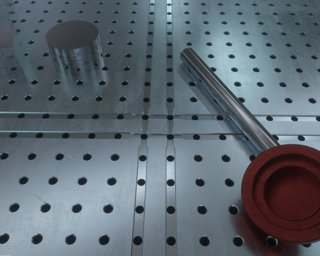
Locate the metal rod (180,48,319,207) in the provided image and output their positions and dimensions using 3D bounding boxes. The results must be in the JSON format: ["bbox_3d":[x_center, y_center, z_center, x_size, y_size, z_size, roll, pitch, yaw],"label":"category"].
[{"bbox_3d":[0.109,-0.018,0.423,0.025,0.025,0.300,-20,53,-16],"label":"metal rod"}]

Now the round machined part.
[{"bbox_3d":[0.138,0.069,0.322,0.098,0.042,0.098,-12,61,23],"label":"round machined part"}]

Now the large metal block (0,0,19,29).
[{"bbox_3d":[-0.309,-0.215,0.550,0.081,0.080,0.050,-8,51,-7],"label":"large metal block"}]

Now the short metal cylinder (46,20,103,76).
[{"bbox_3d":[-0.136,-0.130,0.499,0.081,0.050,0.080,0,50,0],"label":"short metal cylinder"}]

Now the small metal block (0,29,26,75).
[{"bbox_3d":[-0.235,-0.120,0.491,0.025,0.050,0.050,-10,51,-8],"label":"small metal block"}]
